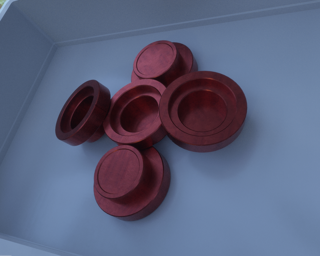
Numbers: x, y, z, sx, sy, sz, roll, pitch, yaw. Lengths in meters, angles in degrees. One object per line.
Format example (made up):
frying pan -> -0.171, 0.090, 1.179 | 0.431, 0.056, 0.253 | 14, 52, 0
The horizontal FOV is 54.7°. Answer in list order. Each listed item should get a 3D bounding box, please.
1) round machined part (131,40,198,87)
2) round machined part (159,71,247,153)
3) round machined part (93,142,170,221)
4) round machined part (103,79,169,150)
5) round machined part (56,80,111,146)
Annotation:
round machined part -> 0.001, -0.087, 0.445 | 0.098, 0.042, 0.098 | -13, 56, 21
round machined part -> 0.050, -0.016, 0.365 | 0.098, 0.042, 0.098 | -4, 63, 8
round machined part -> -0.041, 0.059, 0.378 | 0.098, 0.042, 0.098 | -13, 56, 21
round machined part -> -0.023, -0.014, 0.413 | 0.098, 0.042, 0.098 | -13, 56, 21
round machined part -> -0.103, -0.018, 0.448 | 0.098, 0.042, 0.098 | -28, 45, 32
